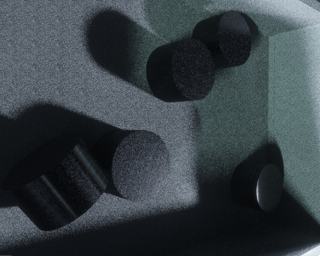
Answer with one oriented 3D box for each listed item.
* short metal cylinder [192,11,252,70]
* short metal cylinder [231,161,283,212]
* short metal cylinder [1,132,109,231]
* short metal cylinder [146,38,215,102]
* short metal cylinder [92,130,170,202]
[{"bbox_3d":[0.095,-0.131,0.472,0.081,0.050,0.079,0,90,-40],"label":"short metal cylinder"},{"bbox_3d":[0.167,0.099,0.534,0.081,0.050,0.079,0,90,-40],"label":"short metal cylinder"},{"bbox_3d":[-0.096,0.048,0.291,0.080,0.080,0.050,-45,117,-31],"label":"short metal cylinder"},{"bbox_3d":[0.029,-0.075,0.416,0.081,0.050,0.079,0,90,-40],"label":"short metal cylinder"},{"bbox_3d":[-0.035,0.042,0.363,0.081,0.050,0.079,0,90,-40],"label":"short metal cylinder"}]
